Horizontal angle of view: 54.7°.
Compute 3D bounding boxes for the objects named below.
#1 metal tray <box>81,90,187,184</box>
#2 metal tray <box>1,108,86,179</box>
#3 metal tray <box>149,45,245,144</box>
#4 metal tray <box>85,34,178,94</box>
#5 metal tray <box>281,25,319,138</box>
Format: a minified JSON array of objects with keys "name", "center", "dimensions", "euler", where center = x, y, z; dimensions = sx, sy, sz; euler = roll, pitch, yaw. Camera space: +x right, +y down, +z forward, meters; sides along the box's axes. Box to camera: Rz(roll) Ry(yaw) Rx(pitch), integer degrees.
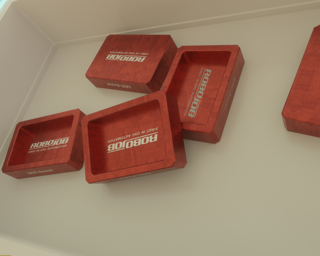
[{"name":"metal tray","center":[-0.037,0.015,0.384],"dimensions":[0.130,0.030,0.090],"euler":[-15,74,28]},{"name":"metal tray","center":[-0.174,0.026,0.478],"dimensions":[0.130,0.030,0.090],"euler":[-10,57,22]},{"name":"metal tray","center":[0.049,-0.049,0.406],"dimensions":[0.090,0.030,0.130],"euler":[8,66,31]},{"name":"metal tray","center":[-0.046,-0.104,0.491],"dimensions":[0.130,0.030,0.090],"euler":[11,67,33]},{"name":"metal tray","center":[0.196,-0.050,0.330],"dimensions":[0.090,0.030,0.130],"euler":[15,69,34]}]
